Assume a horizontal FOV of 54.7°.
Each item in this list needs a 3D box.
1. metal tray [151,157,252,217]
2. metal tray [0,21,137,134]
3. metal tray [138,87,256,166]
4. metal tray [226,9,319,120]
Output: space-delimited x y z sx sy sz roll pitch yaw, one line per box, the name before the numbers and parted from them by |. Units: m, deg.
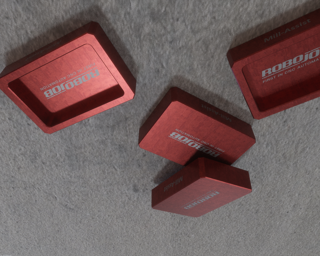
metal tray | 0.057 0.093 0.458 0.091 0.030 0.129 19 141 -26
metal tray | -0.105 -0.052 0.357 0.130 0.030 0.090 -21 127 16
metal tray | 0.048 0.011 0.414 0.131 0.030 0.089 24 126 -20
metal tray | 0.152 -0.071 0.345 0.130 0.030 0.090 -22 127 17
